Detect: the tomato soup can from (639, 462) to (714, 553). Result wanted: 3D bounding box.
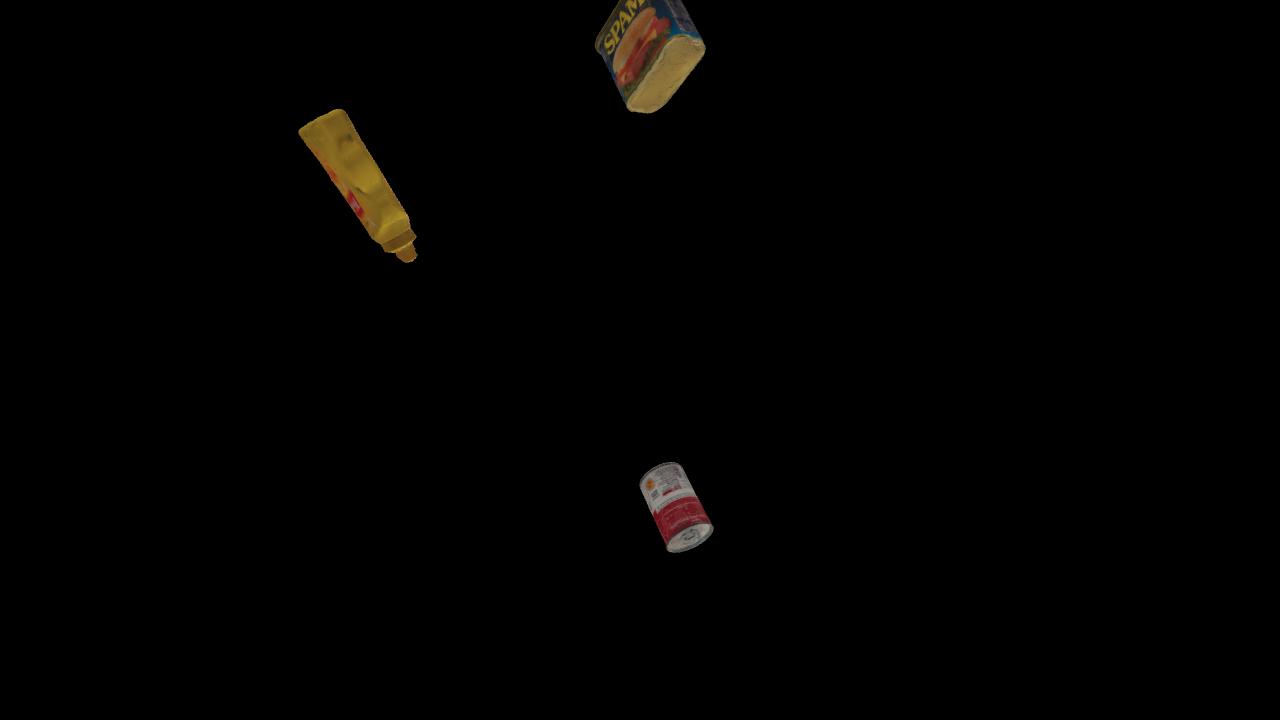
[{"bbox_3d":[0.047,0.197,0.828,0.068,0.068,0.101,0,44,-31],"label":"tomato soup can"}]

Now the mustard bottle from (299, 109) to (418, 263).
[{"bbox_3d":[-0.323,-0.198,0.732,0.092,0.184,0.054,7,42,48],"label":"mustard bottle"}]

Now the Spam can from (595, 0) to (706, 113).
[{"bbox_3d":[0.010,-0.318,0.625,0.058,0.085,0.101,-11,-19,-40],"label":"Spam can"}]
